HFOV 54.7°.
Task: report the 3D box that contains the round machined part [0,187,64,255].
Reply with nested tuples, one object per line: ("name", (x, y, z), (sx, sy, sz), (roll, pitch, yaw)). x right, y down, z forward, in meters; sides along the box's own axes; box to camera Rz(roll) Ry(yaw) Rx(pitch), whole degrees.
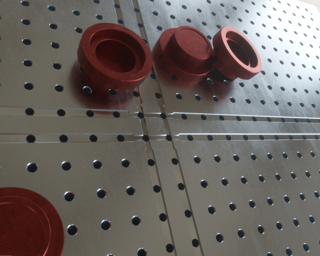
("round machined part", (-0.133, 0.097, 0.267), (0.099, 0.042, 0.098), (14, 56, -21))

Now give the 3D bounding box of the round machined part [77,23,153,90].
("round machined part", (-0.063, -0.091, 0.420), (0.099, 0.042, 0.098), (14, 56, -21))

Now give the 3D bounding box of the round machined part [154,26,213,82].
("round machined part", (0.044, -0.125, 0.500), (0.099, 0.042, 0.098), (14, 56, -21))

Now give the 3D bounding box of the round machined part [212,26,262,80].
("round machined part", (0.127, -0.124, 0.536), (0.099, 0.042, 0.098), (22, 50, -28))
